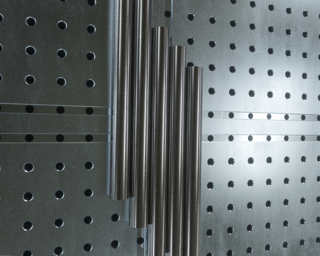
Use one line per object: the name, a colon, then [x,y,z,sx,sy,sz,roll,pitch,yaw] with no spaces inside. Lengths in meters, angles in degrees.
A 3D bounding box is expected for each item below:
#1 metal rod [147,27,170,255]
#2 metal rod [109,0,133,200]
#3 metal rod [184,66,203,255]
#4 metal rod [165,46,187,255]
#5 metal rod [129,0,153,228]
metal rod: [-0.002,0.018,0.412,0.025,0.025,0.298,1,90,-20]
metal rod: [-0.049,-0.060,0.395,0.025,0.025,0.298,1,90,-20]
metal rod: [0.045,0.066,0.430,0.025,0.025,0.298,1,90,-20]
metal rod: [0.021,0.040,0.421,0.025,0.025,0.298,1,90,-20]
metal rod: [-0.025,-0.023,0.403,0.025,0.025,0.298,1,90,-20]
